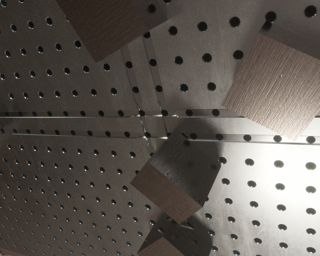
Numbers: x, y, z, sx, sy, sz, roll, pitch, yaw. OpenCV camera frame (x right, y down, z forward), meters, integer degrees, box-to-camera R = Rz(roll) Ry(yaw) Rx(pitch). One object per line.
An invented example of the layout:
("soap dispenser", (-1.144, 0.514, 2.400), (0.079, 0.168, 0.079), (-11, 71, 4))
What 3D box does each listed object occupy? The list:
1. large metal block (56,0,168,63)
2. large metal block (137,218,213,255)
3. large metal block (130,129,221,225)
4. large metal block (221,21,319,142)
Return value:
("large metal block", (-0.052, -0.130, 0.341), (0.080, 0.050, 0.080), (-21, 108, 35))
("large metal block", (0.023, 0.198, 0.504), (0.080, 0.050, 0.080), (42, 129, -1))
("large metal block", (0.022, 0.061, 0.400), (0.080, 0.080, 0.050), (40, 129, 0))
("large metal block", (0.119, -0.046, 0.304), (0.080, 0.050, 0.079), (28, 128, 10))
